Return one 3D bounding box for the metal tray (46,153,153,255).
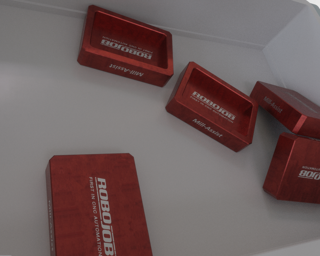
[{"bbox_3d":[-0.063,0.091,0.313,0.091,0.030,0.130,1,61,-28],"label":"metal tray"}]

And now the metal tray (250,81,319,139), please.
[{"bbox_3d":[0.215,-0.029,0.496,0.091,0.030,0.130,10,27,-23],"label":"metal tray"}]

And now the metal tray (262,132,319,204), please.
[{"bbox_3d":[0.221,0.062,0.449,0.131,0.030,0.089,11,100,-23],"label":"metal tray"}]

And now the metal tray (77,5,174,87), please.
[{"bbox_3d":[-0.046,-0.117,0.448,0.131,0.030,0.090,13,56,-21],"label":"metal tray"}]

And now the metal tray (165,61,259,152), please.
[{"bbox_3d":[0.082,-0.033,0.465,0.130,0.030,0.090,30,52,-9],"label":"metal tray"}]
